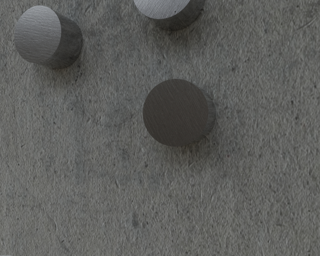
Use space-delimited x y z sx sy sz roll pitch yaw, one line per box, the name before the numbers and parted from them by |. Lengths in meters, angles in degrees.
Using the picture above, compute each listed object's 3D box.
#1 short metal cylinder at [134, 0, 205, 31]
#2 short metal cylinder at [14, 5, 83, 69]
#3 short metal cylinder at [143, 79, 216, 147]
short metal cylinder | 0.012 -0.170 0.391 0.080 0.050 0.080 0 90 20
short metal cylinder | -0.162 -0.130 0.453 0.080 0.050 0.080 0 90 20
short metal cylinder | 0.026 -0.018 0.387 0.080 0.050 0.080 0 90 20
